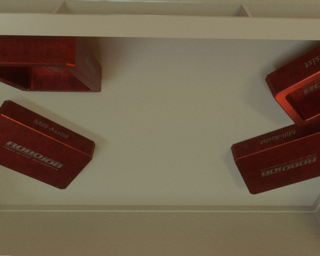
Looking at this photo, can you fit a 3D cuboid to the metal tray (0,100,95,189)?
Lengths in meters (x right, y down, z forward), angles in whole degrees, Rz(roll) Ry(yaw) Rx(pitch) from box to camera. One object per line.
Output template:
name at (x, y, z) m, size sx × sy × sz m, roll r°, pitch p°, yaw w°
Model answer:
metal tray at (-0.169, 0.028, 0.428) m, size 0.131 × 0.030 × 0.090 m, roll 30°, pitch 124°, yaw -24°

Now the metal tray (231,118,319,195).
metal tray at (0.180, 0.043, 0.445) m, size 0.130 × 0.030 × 0.090 m, roll -21°, pitch 128°, yaw 16°

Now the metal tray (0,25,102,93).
metal tray at (-0.111, -0.060, 0.297) m, size 0.091 × 0.130 × 0.030 m, roll 1°, pitch 87°, yaw -1°

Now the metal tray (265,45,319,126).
metal tray at (0.196, -0.058, 0.339) m, size 0.130 × 0.030 × 0.090 m, roll -30°, pitch 141°, yaw 26°
